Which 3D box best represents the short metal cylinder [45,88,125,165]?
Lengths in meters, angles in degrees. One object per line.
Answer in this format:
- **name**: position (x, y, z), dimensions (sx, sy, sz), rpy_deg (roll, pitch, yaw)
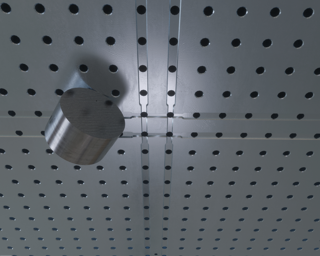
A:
- **short metal cylinder**: position (-0.089, -0.003, 0.372), dimensions (0.080, 0.080, 0.050), rpy_deg (26, 125, -20)
